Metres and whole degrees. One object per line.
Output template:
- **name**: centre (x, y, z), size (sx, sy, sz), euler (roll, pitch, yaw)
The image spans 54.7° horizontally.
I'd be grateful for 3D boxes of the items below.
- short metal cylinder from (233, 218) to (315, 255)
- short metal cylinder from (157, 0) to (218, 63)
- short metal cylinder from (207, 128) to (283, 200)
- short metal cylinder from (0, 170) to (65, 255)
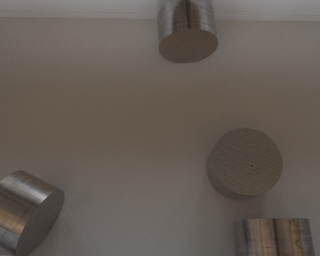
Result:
- **short metal cylinder**: centre (0.122, 0.126, 0.335), size (0.081, 0.080, 0.050), euler (0, 70, 0)
- **short metal cylinder**: centre (0.037, -0.133, 0.429), size (0.081, 0.080, 0.050), euler (-3, 70, -1)
- **short metal cylinder**: centre (0.101, 0.046, 0.380), size (0.081, 0.050, 0.080), euler (0, 70, 0)
- **short metal cylinder**: centre (-0.152, 0.094, 0.345), size (0.050, 0.080, 0.080), euler (25, 72, 8)
